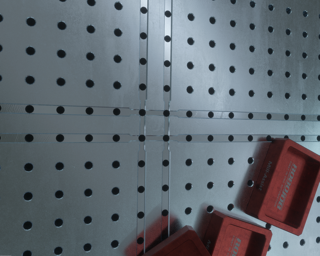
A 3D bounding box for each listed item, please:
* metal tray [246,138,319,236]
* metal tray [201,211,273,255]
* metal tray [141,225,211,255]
[{"bbox_3d":[0.199,0.091,0.485,0.090,0.030,0.130,26,81,-19],"label":"metal tray"},{"bbox_3d":[0.102,0.197,0.449,0.091,0.030,0.130,23,82,-19],"label":"metal tray"},{"bbox_3d":[0.039,0.206,0.400,0.090,0.030,0.130,-33,87,-6],"label":"metal tray"}]
